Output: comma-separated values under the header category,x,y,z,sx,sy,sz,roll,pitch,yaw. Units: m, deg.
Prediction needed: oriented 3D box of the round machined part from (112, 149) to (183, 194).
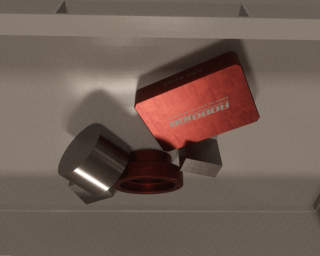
category,x,y,z,sx,sy,sz,roll,pitch,yaw
round machined part,-0.017,0.061,0.434,0.099,0.042,0.098,-1,155,0

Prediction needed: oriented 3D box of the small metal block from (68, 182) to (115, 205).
category,x,y,z,sx,sy,sz,roll,pitch,yaw
small metal block,-0.105,0.089,0.484,0.050,0.025,0.050,-19,128,15

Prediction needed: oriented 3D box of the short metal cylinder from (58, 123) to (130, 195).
category,x,y,z,sx,sy,sz,roll,pitch,yaw
short metal cylinder,-0.087,0.040,0.406,0.080,0.080,0.050,-34,122,25

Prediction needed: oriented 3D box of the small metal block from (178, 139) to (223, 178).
category,x,y,z,sx,sy,sz,roll,pitch,yaw
small metal block,0.054,0.037,0.425,0.050,0.050,0.025,12,129,-11

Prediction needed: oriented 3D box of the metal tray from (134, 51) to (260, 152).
category,x,y,z,sx,sy,sz,roll,pitch,yaw
metal tray,0.046,-0.028,0.383,0.130,0.030,0.090,-20,128,16
